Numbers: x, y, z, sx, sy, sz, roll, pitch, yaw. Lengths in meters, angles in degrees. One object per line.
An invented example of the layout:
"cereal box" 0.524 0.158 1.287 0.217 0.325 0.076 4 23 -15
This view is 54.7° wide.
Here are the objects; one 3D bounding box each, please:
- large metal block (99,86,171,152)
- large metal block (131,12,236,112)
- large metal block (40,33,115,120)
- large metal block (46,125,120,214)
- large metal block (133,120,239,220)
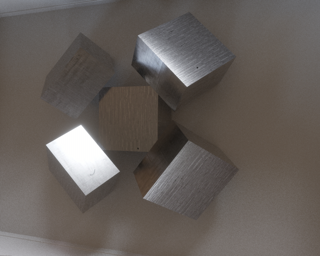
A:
"large metal block" -0.032 -0.012 0.406 0.080 0.050 0.080 1 90 20
"large metal block" 0.026 -0.079 0.364 0.080 0.050 0.080 -34 74 -28
"large metal block" -0.108 -0.071 0.409 0.050 0.080 0.080 35 105 -28
"large metal block" -0.103 0.056 0.410 0.080 0.050 0.080 48 149 13
"large metal block" 0.029 0.050 0.362 0.080 0.050 0.080 30 103 -29
